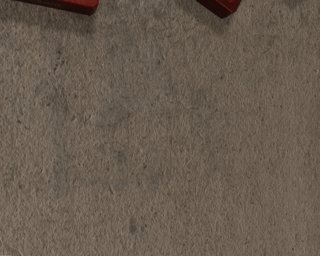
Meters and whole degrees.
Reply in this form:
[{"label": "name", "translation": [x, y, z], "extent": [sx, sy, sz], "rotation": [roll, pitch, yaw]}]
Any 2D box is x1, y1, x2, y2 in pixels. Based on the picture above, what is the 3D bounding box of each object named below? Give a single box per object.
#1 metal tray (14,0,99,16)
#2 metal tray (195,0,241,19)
[{"label": "metal tray", "translation": [-0.136, -0.190, 0.356], "extent": [0.131, 0.030, 0.089], "rotation": [5, 88, -20]}, {"label": "metal tray", "translation": [0.089, -0.236, 0.440], "extent": [0.090, 0.030, 0.130], "rotation": [29, 80, -18]}]
